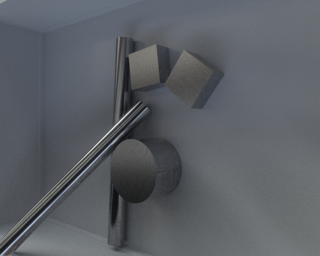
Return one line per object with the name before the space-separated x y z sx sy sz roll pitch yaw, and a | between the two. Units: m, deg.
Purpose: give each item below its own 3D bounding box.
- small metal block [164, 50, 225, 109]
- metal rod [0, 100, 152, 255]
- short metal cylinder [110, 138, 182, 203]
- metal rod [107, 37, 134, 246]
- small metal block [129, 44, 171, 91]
small metal block | 0.040 -0.058 0.372 0.050 0.025 0.050 45 117 30
metal rod | -0.125 0.076 0.427 0.300 0.025 0.025 -45 60 2
short metal cylinder | -0.019 0.053 0.404 0.080 0.050 0.079 0 90 39
metal rod | -0.058 0.021 0.451 0.025 0.025 0.298 5 93 39
small metal block | -0.013 -0.079 0.416 0.050 0.025 0.050 -9 84 39
